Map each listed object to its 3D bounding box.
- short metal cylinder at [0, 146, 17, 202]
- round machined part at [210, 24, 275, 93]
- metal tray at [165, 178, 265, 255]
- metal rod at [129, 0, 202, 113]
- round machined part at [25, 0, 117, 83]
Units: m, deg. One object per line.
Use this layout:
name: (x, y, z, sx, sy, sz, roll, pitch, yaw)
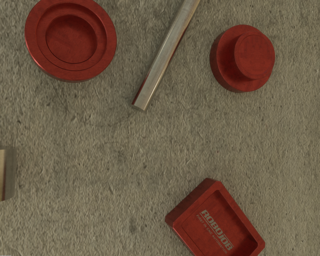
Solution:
short metal cylinder: (-0.189, 0.044, 0.310, 0.081, 0.080, 0.050, 3, 89, -20)
round machined part: (0.126, -0.101, 0.448, 0.099, 0.042, 0.097, 0, 90, -21)
metal tray: (0.080, 0.147, 0.437, 0.090, 0.030, 0.130, -40, 103, -16)
metal rod: (0.035, -0.158, 0.422, 0.025, 0.025, 0.299, 29, 80, -18)
round machined part: (-0.103, -0.101, 0.362, 0.099, 0.042, 0.097, 0, 90, -21)
